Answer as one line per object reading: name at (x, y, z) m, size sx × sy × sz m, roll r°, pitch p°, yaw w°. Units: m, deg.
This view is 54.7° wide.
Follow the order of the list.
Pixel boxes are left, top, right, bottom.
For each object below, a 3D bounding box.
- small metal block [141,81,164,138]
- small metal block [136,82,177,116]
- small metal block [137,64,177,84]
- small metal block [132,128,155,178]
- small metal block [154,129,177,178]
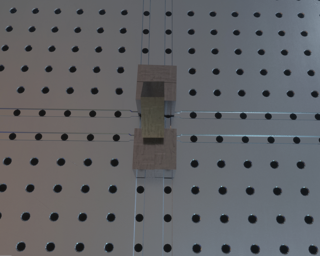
small metal block at (-0.008, -0.023, 0.363) m, size 0.025 × 0.050 × 0.050 m, roll 0°, pitch 28°, yaw 1°
small metal block at (-0.005, -0.038, 0.412) m, size 0.050 × 0.050 × 0.025 m, roll 2°, pitch 70°, yaw 0°
small metal block at (-0.004, -0.062, 0.420) m, size 0.050 × 0.050 × 0.025 m, roll 2°, pitch 70°, yaw 0°
small metal block at (-0.019, 0.032, 0.386) m, size 0.025 × 0.050 × 0.050 m, roll 1°, pitch 70°, yaw 0°
small metal block at (0.007, 0.032, 0.385) m, size 0.025 × 0.050 × 0.050 m, roll 1°, pitch 70°, yaw 0°
